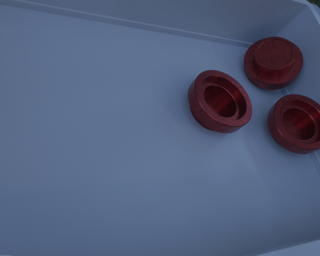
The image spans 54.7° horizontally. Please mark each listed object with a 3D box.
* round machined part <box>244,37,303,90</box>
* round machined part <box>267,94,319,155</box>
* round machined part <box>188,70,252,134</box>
[{"bbox_3d":[0.198,-0.119,0.542,0.098,0.042,0.098,-4,68,11],"label":"round machined part"},{"bbox_3d":[0.221,-0.003,0.504,0.099,0.042,0.098,4,65,-9],"label":"round machined part"},{"bbox_3d":[0.084,-0.035,0.461,0.099,0.042,0.098,14,56,-21],"label":"round machined part"}]
